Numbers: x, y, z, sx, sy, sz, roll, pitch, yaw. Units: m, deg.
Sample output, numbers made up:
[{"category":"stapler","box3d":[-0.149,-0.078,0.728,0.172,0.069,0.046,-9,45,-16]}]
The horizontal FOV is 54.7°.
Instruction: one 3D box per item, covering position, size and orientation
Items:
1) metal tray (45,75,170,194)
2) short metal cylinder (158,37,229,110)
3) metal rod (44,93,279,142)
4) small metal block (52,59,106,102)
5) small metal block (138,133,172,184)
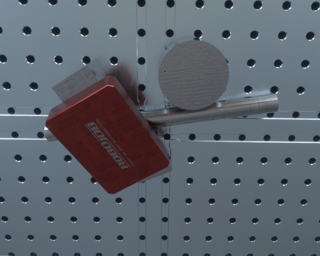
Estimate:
[{"category":"metal tray","box3d":[-0.058,0.013,0.373,0.090,0.030,0.130,-29,119,10]},{"category":"short metal cylinder","box3d":[0.038,-0.067,0.375,0.081,0.050,0.079,0,110,-1]},{"category":"metal rod","box3d":[0.000,-0.014,0.409,0.302,0.025,0.025,-7,110,2]},{"category":"small metal block","box3d":[-0.096,-0.057,0.377,0.050,0.050,0.025,-30,108,10]},{"category":"small metal block","box3d":[-0.016,0.042,0.427,0.050,0.025,0.050,-22,109,7]}]
